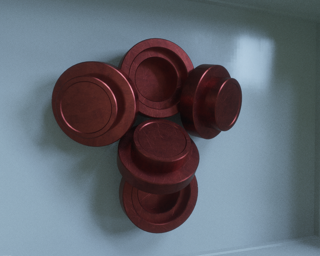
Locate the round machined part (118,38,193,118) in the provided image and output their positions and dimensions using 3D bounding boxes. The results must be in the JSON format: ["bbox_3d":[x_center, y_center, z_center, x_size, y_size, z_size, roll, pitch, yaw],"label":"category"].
[{"bbox_3d":[-0.008,-0.060,0.396,0.099,0.042,0.097,0,90,-20],"label":"round machined part"}]

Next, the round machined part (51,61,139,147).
[{"bbox_3d":[-0.076,-0.025,0.348,0.098,0.042,0.097,1,102,7],"label":"round machined part"}]

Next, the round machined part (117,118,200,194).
[{"bbox_3d":[-0.001,0.026,0.369,0.099,0.098,0.042,-7,137,-20],"label":"round machined part"}]

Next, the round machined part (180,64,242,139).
[{"bbox_3d":[0.072,-0.033,0.402,0.099,0.042,0.097,-18,114,-47],"label":"round machined part"}]

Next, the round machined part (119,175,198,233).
[{"bbox_3d":[-0.004,0.080,0.398,0.099,0.042,0.097,0,90,-20],"label":"round machined part"}]
